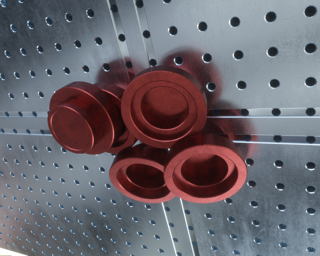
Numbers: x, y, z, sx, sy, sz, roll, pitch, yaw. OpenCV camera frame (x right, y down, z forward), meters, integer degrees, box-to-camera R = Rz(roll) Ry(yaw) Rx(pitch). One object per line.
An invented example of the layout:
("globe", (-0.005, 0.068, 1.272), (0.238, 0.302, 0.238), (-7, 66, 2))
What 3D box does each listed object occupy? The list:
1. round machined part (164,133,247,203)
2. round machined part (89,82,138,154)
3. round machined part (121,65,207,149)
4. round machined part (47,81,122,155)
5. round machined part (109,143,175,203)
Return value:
("round machined part", (0.054, 0.045, 0.383), (0.099, 0.042, 0.097), (1, 127, 1))
("round machined part", (-0.065, -0.017, 0.422), (0.098, 0.042, 0.097), (13, 124, 20))
("round machined part", (0.006, -0.027, 0.367), (0.099, 0.042, 0.097), (4, 119, 7))
("round machined part", (-0.102, -0.006, 0.393), (0.098, 0.042, 0.097), (13, 124, 20))
("round machined part", (-0.018, 0.059, 0.433), (0.099, 0.042, 0.097), (7, 133, 8))
